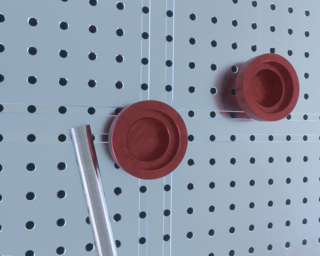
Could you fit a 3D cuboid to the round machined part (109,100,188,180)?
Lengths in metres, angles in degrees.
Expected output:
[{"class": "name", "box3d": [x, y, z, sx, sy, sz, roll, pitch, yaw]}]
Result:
[{"class": "round machined part", "box3d": [-0.017, 0.015, 0.397, 0.099, 0.042, 0.097, 0, 90, -20]}]

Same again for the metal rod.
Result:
[{"class": "metal rod", "box3d": [-0.068, 0.144, 0.387, 0.025, 0.025, 0.298, -13, 95, -20]}]

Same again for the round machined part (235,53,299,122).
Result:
[{"class": "round machined part", "box3d": [0.153, -0.058, 0.460, 0.099, 0.042, 0.097, 0, 90, -20]}]
